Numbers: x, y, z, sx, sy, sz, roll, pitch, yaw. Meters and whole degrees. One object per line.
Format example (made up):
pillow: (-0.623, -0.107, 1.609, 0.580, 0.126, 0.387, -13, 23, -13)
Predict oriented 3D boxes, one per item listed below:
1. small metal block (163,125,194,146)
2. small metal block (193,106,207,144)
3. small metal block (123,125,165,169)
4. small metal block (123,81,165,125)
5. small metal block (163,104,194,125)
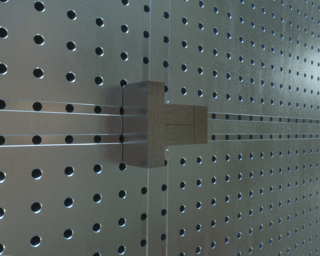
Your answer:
small metal block: (0.009, 0.009, 0.401, 0.050, 0.050, 0.025, 0, 91, -40)
small metal block: (0.038, -0.004, 0.426, 0.025, 0.050, 0.050, 0, 90, -40)
small metal block: (-0.020, 0.021, 0.377, 0.025, 0.050, 0.050, 0, 90, -40)
small metal block: (-0.020, -0.029, 0.377, 0.025, 0.050, 0.050, 0, 90, -40)
small metal block: (0.009, -0.017, 0.401, 0.050, 0.050, 0.025, 0, 91, -40)
